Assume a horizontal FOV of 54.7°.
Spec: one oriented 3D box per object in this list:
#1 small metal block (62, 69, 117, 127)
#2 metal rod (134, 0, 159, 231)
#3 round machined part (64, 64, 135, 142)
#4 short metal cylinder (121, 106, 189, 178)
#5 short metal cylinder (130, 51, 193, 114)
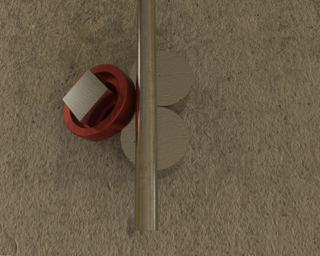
[{"bbox_3d":[-0.084,-0.036,0.379,0.050,0.025,0.050,-48,54,4],"label":"small metal block"},{"bbox_3d":[-0.016,-0.035,0.369,0.025,0.025,0.299,-1,70,0],"label":"metal rod"},{"bbox_3d":[-0.071,-0.028,0.396,0.098,0.042,0.098,-12,64,26],"label":"round machined part"},{"bbox_3d":[-0.006,0.019,0.388,0.081,0.050,0.080,0,69,0],"label":"short metal cylinder"},{"bbox_3d":[0.001,-0.056,0.417,0.081,0.050,0.080,0,70,0],"label":"short metal cylinder"}]
